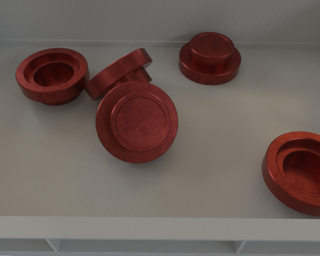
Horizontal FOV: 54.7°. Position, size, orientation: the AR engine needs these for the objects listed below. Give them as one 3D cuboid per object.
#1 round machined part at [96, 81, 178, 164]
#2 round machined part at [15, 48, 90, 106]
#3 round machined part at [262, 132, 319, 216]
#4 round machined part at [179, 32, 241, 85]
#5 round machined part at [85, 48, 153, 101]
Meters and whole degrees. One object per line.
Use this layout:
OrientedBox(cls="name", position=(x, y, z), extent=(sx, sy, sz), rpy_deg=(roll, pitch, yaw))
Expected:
OrientedBox(cls="round machined part", position=(-0.026, -0.007, 0.365), extent=(0.099, 0.042, 0.097), rpy_deg=(0, 90, -13))
OrientedBox(cls="round machined part", position=(-0.152, -0.070, 0.451), extent=(0.099, 0.042, 0.098), rpy_deg=(0, 50, 0))
OrientedBox(cls="round machined part", position=(0.165, 0.054, 0.351), extent=(0.099, 0.042, 0.098), rpy_deg=(0, 50, 0))
OrientedBox(cls="round machined part", position=(0.080, -0.116, 0.493), extent=(0.099, 0.042, 0.098), rpy_deg=(0, 50, 0))
OrientedBox(cls="round machined part", position=(-0.050, -0.063, 0.423), extent=(0.099, 0.098, 0.042), rpy_deg=(-37, 96, -27))
